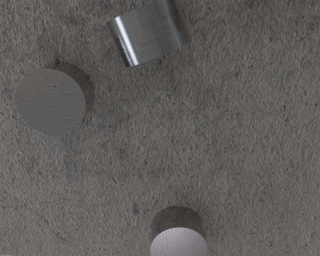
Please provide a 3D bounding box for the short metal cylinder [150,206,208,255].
[{"bbox_3d":[0.026,0.163,0.457,0.081,0.050,0.079,0,110,0],"label":"short metal cylinder"}]

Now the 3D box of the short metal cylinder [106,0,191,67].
[{"bbox_3d":[-0.012,-0.106,0.341,0.080,0.080,0.050,-20,109,7],"label":"short metal cylinder"}]

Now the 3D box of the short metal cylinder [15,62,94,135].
[{"bbox_3d":[-0.126,-0.038,0.381,0.081,0.050,0.079,0,110,0],"label":"short metal cylinder"}]
